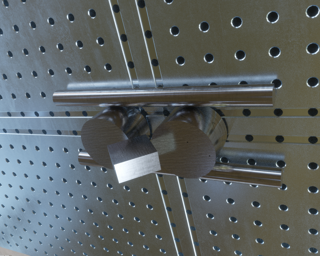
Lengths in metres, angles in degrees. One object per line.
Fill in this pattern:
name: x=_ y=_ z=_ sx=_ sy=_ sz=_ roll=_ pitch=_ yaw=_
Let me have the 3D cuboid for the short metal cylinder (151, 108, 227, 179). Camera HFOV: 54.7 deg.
short metal cylinder: x=0.036 y=0.015 z=0.381 sx=0.080 sy=0.050 sz=0.079 roll=13 pitch=124 yaw=21

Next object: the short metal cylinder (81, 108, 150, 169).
short metal cylinder: x=-0.061 y=0.011 z=0.429 sx=0.080 sy=0.050 sz=0.079 roll=13 pitch=124 yaw=21

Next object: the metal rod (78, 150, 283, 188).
metal rod: x=0.010 y=0.053 z=0.434 sx=0.301 sy=0.025 sz=0.025 roll=2 pitch=120 yaw=27

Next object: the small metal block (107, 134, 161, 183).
small metal block: x=-0.032 y=0.035 z=0.369 sx=0.050 sy=0.050 sz=0.025 roll=-16 pitch=116 yaw=-12

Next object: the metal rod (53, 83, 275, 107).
metal rod: x=-0.015 y=-0.039 z=0.390 sx=0.301 sy=0.025 sz=0.025 roll=2 pitch=119 yaw=27
